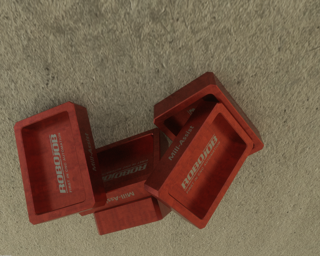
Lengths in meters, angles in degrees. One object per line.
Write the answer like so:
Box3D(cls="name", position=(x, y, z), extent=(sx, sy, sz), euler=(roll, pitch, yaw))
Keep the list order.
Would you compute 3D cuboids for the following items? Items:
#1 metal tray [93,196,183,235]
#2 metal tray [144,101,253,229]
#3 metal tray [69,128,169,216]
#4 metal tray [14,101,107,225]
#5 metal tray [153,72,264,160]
Box3D(cls="metal tray", position=(-0.024, 0.112, 0.447), extent=(0.090, 0.030, 0.130), euler=(-19, 173, 15))
Box3D(cls="metal tray", position=(0.051, 0.043, 0.373), extent=(0.090, 0.030, 0.130), euler=(45, 72, -31))
Box3D(cls="metal tray", position=(-0.053, 0.057, 0.414), extent=(0.130, 0.090, 0.030), euler=(-19, 128, 15))
Box3D(cls="metal tray", position=(-0.124, 0.043, 0.381), extent=(0.090, 0.129, 0.030), euler=(-19, 166, 15))
Box3D(cls="metal tray", position=(0.065, -0.001, 0.406), extent=(0.090, 0.030, 0.130), euler=(-31, 124, 23))
